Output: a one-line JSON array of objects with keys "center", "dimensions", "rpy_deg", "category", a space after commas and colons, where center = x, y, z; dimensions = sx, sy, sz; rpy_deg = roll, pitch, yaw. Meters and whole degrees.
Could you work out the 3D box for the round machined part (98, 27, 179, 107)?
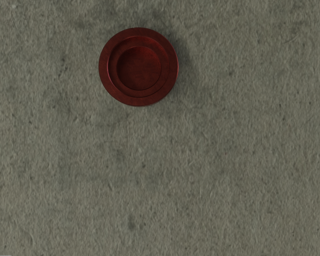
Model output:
[{"center": [-0.026, -0.076, 0.401], "dimensions": [0.099, 0.042, 0.097], "rpy_deg": [0, 90, -1], "category": "round machined part"}]
